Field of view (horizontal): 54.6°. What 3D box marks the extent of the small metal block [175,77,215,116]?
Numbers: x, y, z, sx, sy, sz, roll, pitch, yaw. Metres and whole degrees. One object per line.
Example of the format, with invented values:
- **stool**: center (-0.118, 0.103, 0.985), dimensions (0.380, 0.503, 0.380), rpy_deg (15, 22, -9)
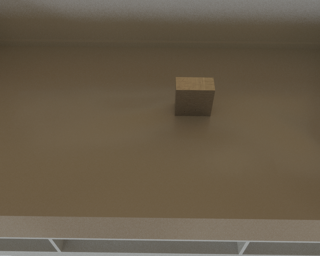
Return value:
- **small metal block**: center (0.046, -0.042, 0.425), dimensions (0.050, 0.050, 0.025), rpy_deg (1, 50, 1)
